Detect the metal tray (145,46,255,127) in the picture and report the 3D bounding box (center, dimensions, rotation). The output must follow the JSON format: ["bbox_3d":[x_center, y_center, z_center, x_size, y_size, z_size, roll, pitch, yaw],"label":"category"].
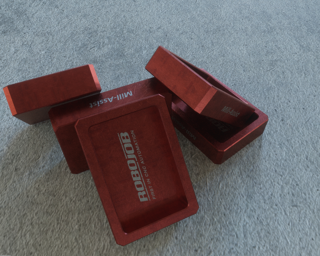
[{"bbox_3d":[0.053,-0.046,0.371,0.090,0.030,0.131,45,18,30],"label":"metal tray"}]

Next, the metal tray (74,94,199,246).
[{"bbox_3d":[-0.022,0.040,0.314,0.091,0.030,0.129,-20,98,-16],"label":"metal tray"}]

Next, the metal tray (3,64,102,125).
[{"bbox_3d":[-0.123,-0.036,0.372,0.091,0.130,0.030,-19,92,-16],"label":"metal tray"}]

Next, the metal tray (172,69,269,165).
[{"bbox_3d":[0.066,-0.022,0.420,0.091,0.030,0.130,-31,57,-24],"label":"metal tray"}]

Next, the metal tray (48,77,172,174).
[{"bbox_3d":[-0.052,-0.002,0.363,0.131,0.089,0.030,-20,53,-16],"label":"metal tray"}]
